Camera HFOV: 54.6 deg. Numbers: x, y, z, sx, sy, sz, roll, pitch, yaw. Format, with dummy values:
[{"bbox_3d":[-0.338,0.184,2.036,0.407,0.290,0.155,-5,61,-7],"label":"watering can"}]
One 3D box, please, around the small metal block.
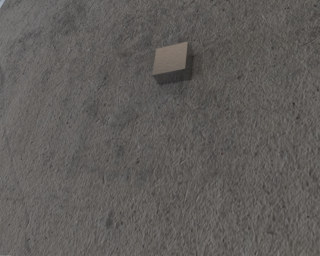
[{"bbox_3d":[0.020,-0.094,0.452,0.050,0.025,0.050,-7,59,24],"label":"small metal block"}]
